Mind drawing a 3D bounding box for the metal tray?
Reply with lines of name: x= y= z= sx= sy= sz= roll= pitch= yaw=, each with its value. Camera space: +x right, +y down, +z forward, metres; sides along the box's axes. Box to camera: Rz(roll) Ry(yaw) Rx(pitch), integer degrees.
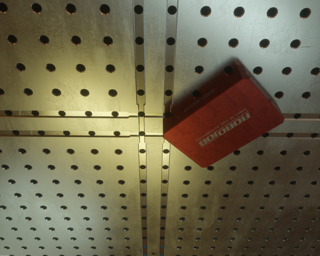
metal tray: x=0.079 y=-0.009 z=0.402 sx=0.130 sy=0.030 sz=0.090 roll=-36 pitch=122 yaw=26
